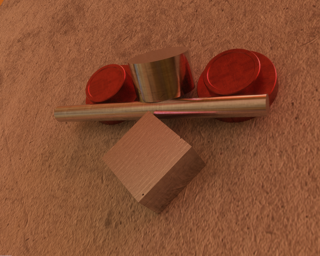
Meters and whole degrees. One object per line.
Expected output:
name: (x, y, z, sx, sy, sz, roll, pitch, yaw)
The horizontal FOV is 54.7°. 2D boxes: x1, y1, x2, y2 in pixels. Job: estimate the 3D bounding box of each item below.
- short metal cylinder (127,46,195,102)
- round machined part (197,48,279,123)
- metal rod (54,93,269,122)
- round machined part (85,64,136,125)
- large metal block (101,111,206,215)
short metal cylinder: (0.003, -0.072, 0.408, 0.080, 0.050, 0.080, -11, 23, 5)
round machined part: (0.092, -0.058, 0.382, 0.098, 0.042, 0.098, -13, 56, 21)
metal rod: (-0.018, -0.023, 0.401, 0.300, 0.025, 0.025, -1, 61, 27)
round machined part: (-0.072, -0.057, 0.466, 0.098, 0.042, 0.098, -13, 56, 21)
large metal block: (-0.008, 0.039, 0.366, 0.080, 0.050, 0.080, -46, 51, -4)
